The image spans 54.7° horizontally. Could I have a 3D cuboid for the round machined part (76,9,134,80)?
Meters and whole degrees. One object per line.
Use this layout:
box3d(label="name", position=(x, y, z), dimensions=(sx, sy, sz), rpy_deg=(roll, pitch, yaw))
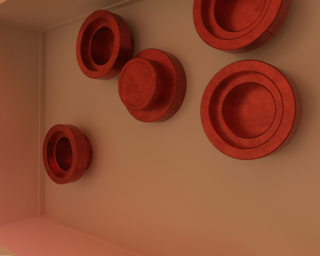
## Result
box3d(label="round machined part", position=(-0.077, -0.119, 0.457), dimensions=(0.098, 0.042, 0.097), rpy_deg=(0, 90, 39))

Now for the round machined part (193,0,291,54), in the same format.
box3d(label="round machined part", position=(0.087, -0.126, 0.323), dimensions=(0.098, 0.042, 0.097), rpy_deg=(0, 90, 39))

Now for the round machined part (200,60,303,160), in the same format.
box3d(label="round machined part", position=(0.094, -0.018, 0.317), dimensions=(0.098, 0.042, 0.097), rpy_deg=(0, 90, 39))

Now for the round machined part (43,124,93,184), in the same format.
box3d(label="round machined part", position=(-0.151, 0.042, 0.517), dimensions=(0.098, 0.042, 0.097), rpy_deg=(0, 90, 39))

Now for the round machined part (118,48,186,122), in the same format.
box3d(label="round machined part", position=(-0.017, -0.056, 0.408), dimensions=(0.098, 0.042, 0.097), rpy_deg=(0, 90, 39))
